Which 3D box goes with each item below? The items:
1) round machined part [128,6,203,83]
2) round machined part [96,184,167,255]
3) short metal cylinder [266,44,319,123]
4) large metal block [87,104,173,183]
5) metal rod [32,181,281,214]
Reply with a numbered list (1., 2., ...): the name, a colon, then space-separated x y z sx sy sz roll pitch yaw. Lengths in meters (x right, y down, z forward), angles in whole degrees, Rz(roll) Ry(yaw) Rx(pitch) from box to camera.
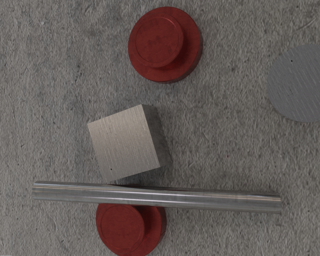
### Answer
1. round machined part: 0.003 -0.108 0.399 0.098 0.042 0.097 0 90 20
2. round machined part: -0.044 0.127 0.415 0.098 0.042 0.097 0 90 20
3. short metal cylinder: 0.160 -0.046 0.339 0.080 0.050 0.080 0 90 20
4. large metal block: -0.038 0.020 0.409 0.080 0.050 0.080 -19 84 19
5. metal rod: -0.011 0.084 0.382 0.301 0.025 0.025 1 91 8
